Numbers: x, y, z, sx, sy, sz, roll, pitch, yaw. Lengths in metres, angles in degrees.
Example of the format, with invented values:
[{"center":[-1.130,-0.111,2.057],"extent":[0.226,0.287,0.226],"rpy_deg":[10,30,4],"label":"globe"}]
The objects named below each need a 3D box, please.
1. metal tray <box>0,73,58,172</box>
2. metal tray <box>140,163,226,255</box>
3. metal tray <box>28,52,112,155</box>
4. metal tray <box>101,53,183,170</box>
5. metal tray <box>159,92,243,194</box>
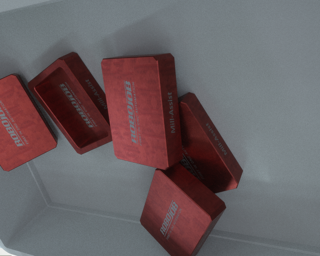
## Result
[{"center":[-0.232,-0.009,0.484],"extent":[0.090,0.030,0.129],"rpy_deg":[-28,109,-10],"label":"metal tray"},{"center":[0.024,0.114,0.408],"extent":[0.090,0.030,0.129],"rpy_deg":[40,137,25],"label":"metal tray"},{"center":[-0.119,-0.031,0.446],"extent":[0.090,0.030,0.130],"rpy_deg":[-23,106,36],"label":"metal tray"},{"center":[-0.022,-0.021,0.373],"extent":[0.090,0.030,0.129],"rpy_deg":[7,111,39],"label":"metal tray"},{"center":[0.036,0.029,0.403],"extent":[0.090,0.030,0.130],"rpy_deg":[-25,105,36],"label":"metal tray"}]
